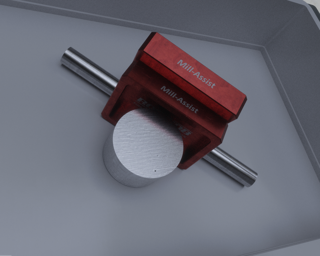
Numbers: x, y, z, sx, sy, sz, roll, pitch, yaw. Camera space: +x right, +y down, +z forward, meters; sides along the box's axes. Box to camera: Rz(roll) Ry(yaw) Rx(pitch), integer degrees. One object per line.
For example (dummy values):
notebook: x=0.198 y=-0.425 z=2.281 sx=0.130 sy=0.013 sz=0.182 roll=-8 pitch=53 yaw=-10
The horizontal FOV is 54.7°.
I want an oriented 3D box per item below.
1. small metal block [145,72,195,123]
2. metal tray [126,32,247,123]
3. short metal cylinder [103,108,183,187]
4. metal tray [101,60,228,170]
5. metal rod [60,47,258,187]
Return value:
small metal block: x=0.015 y=-0.043 z=0.440 sx=0.050 sy=0.025 sz=0.050 roll=35 pitch=51 yaw=-5
metal tray: x=0.026 y=-0.047 z=0.374 sx=0.130 sy=0.090 sz=0.030 roll=34 pitch=68 yaw=-7
short metal cylinder: x=-0.020 y=0.024 z=0.356 sx=0.081 sy=0.050 sz=0.080 roll=9 pitch=66 yaw=-19
metal tray: x=0.003 y=-0.010 z=0.371 sx=0.130 sy=0.090 sz=0.030 roll=34 pitch=51 yaw=-7
metal rod: x=0.003 y=-0.011 z=0.415 sx=0.301 sy=0.025 sz=0.025 roll=34 pitch=51 yaw=-6
